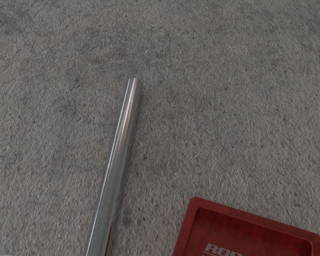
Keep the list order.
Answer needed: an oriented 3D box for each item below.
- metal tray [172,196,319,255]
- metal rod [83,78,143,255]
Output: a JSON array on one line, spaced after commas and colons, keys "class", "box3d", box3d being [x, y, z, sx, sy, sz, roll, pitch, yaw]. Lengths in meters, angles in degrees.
[{"class": "metal tray", "box3d": [0.079, 0.128, 0.292, 0.131, 0.030, 0.090, 15, 52, 12]}, {"class": "metal rod", "box3d": [-0.052, 0.050, 0.360, 0.025, 0.025, 0.300, 4, 50, 4]}]
